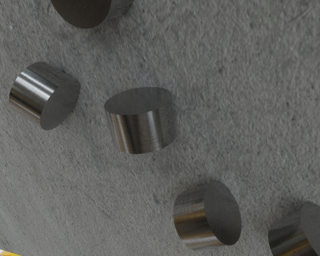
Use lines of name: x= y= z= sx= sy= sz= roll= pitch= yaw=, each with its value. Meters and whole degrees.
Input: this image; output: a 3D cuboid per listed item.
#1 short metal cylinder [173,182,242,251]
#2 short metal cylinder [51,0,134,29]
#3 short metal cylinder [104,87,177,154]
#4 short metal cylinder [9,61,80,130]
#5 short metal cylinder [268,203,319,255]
short metal cylinder: x=0.063 y=0.116 z=0.409 sx=0.050 sy=0.080 sz=0.080 roll=-28 pitch=103 yaw=37
short metal cylinder: x=-0.073 y=-0.153 z=0.333 sx=0.080 sy=0.050 sz=0.079 roll=13 pitch=124 yaw=20
short metal cylinder: x=-0.022 y=-0.011 z=0.375 sx=0.080 sy=0.080 sz=0.050 roll=5 pitch=121 yaw=25
short metal cylinder: x=-0.156 y=-0.044 z=0.424 sx=0.050 sy=0.080 sz=0.079 roll=31 pitch=128 yaw=8
short metal cylinder: x=0.176 y=0.136 z=0.363 sx=0.080 sy=0.080 sz=0.050 roll=40 pitch=129 yaw=0
